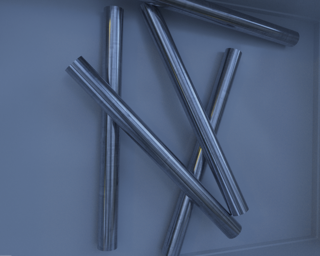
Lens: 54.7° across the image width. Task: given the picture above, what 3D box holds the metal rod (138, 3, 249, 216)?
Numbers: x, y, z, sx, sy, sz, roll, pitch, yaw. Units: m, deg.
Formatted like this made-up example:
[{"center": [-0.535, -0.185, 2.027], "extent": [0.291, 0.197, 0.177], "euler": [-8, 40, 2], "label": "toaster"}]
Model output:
[{"center": [0.045, -0.025, 0.408], "extent": [0.025, 0.025, 0.299], "euler": [-25, 91, -19], "label": "metal rod"}]

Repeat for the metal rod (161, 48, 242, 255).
[{"center": [0.060, 0.030, 0.434], "extent": [0.025, 0.025, 0.299], "euler": [21, 83, -19], "label": "metal rod"}]

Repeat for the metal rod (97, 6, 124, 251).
[{"center": [-0.062, 0.000, 0.388], "extent": [0.025, 0.025, 0.298], "euler": [2, 90, -20], "label": "metal rod"}]

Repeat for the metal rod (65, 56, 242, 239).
[{"center": [0.002, 0.034, 0.384], "extent": [0.025, 0.025, 0.300], "euler": [-47, 105, -14], "label": "metal rod"}]

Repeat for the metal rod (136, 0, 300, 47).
[{"center": [0.076, -0.156, 0.423], "extent": [0.302, 0.025, 0.025], "euler": [6, 88, -26], "label": "metal rod"}]
